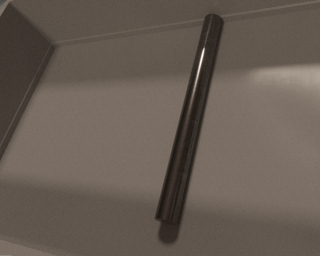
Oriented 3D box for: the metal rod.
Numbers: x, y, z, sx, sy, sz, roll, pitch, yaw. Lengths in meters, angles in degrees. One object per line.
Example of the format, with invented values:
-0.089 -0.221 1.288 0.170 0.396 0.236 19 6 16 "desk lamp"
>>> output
0.042 -0.029 0.400 0.025 0.025 0.300 1 62 28 "metal rod"
